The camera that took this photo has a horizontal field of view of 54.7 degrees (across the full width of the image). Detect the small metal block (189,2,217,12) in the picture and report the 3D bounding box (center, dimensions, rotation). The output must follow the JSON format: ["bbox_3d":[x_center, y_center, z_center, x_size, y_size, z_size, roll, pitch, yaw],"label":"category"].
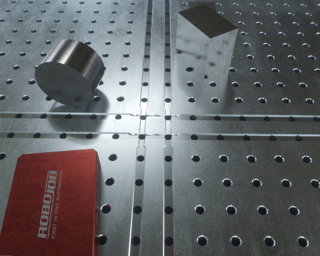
[{"bbox_3d":[0.080,-0.216,0.591,0.050,0.025,0.050,1,50,0],"label":"small metal block"}]

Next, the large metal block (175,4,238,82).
[{"bbox_3d":[0.069,-0.133,0.485,0.050,0.080,0.080,-25,55,-20],"label":"large metal block"}]

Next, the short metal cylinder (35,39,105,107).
[{"bbox_3d":[-0.125,-0.076,0.434,0.080,0.080,0.050,10,51,8],"label":"short metal cylinder"}]

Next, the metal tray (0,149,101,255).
[{"bbox_3d":[-0.112,0.086,0.331,0.091,0.030,0.130,-4,50,-4],"label":"metal tray"}]
